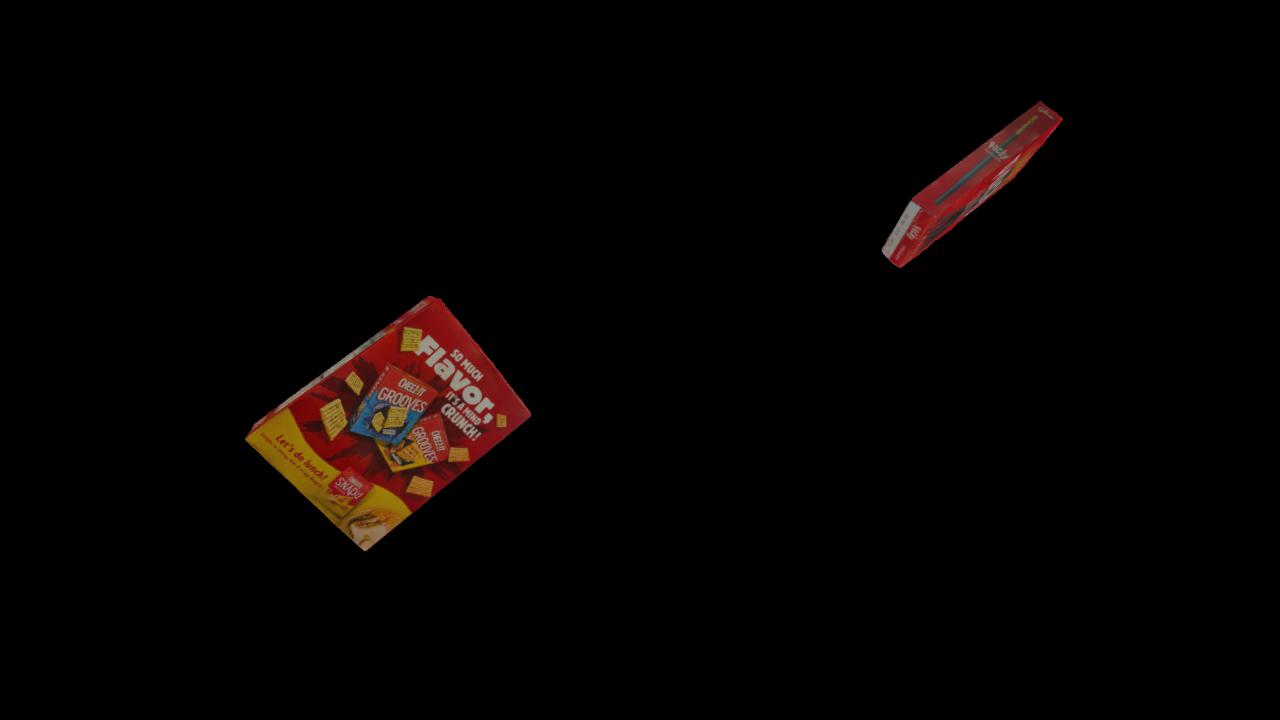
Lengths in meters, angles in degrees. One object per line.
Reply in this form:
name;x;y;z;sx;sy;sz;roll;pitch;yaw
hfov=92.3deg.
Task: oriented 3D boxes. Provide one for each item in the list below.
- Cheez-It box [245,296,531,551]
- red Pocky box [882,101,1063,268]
Cheez-It box;-0.254;0.062;0.648;0.223;0.166;0.071;-41;24;-15
red Pocky box;0.284;-0.149;0.531;0.155;0.028;0.083;-37;-19;-10
